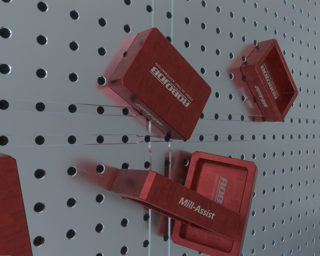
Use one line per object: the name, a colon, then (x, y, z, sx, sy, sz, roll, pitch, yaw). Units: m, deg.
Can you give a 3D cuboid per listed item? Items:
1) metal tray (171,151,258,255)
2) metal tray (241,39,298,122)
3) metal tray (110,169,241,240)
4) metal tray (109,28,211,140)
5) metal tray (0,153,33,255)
metal tray: (0.076, 0.104, 0.427, 0.030, 0.090, 0.130, 41, 62, -63)
metal tray: (0.207, -0.086, 0.577, 0.090, 0.030, 0.130, -50, 120, -28)
metal tray: (0.017, 0.088, 0.364, 0.131, 0.090, 0.030, 30, 71, -23)
metal tray: (0.007, -0.054, 0.410, 0.130, 0.030, 0.090, 40, 66, -33)
metal tray: (-0.166, 0.094, 0.267, 0.091, 0.030, 0.129, -12, 98, -39)
